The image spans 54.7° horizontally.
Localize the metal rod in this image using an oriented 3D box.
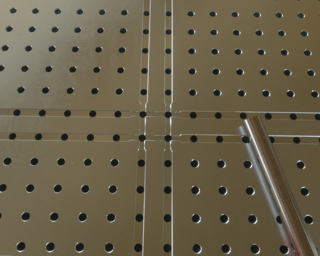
[{"bbox_3d":[0.164,0.124,0.368,0.025,0.025,0.299,-15,71,-6],"label":"metal rod"}]
